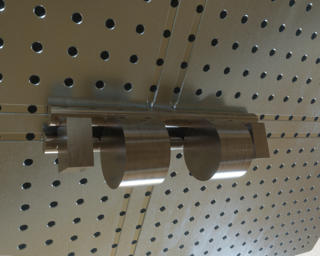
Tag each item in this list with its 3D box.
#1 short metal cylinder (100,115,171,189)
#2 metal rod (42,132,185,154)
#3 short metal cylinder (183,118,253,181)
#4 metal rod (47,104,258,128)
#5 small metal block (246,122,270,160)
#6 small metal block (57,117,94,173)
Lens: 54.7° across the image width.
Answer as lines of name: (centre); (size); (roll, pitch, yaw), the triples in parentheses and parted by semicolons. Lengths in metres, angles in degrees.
short metal cylinder: (-0.030, 0.026, 0.347); (0.050, 0.080, 0.079); (1, 118, -29)
metal rod: (0.001, 0.018, 0.423); (0.303, 0.025, 0.025); (1, 118, -29)
short metal cylinder: (0.073, 0.027, 0.404); (0.050, 0.080, 0.079); (1, 118, -29)
metal rod: (0.012, -0.012, 0.410); (0.303, 0.025, 0.025); (1, 118, -29)
small metal block: (0.127, 0.022, 0.449); (0.025, 0.050, 0.050); (1, 77, -28)
small metal block: (-0.091, 0.020, 0.329); (0.025, 0.050, 0.050); (1, 76, -29)
